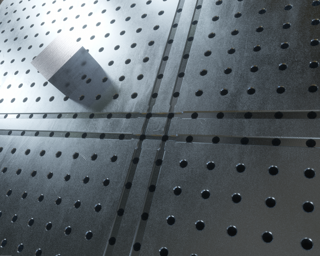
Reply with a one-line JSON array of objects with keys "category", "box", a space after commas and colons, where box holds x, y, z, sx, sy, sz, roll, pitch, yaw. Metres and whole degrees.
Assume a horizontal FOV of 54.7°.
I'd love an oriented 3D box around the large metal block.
[{"category": "large metal block", "box": [-0.168, -0.114, 0.548, 0.080, 0.050, 0.080, -47, 52, -5]}]
